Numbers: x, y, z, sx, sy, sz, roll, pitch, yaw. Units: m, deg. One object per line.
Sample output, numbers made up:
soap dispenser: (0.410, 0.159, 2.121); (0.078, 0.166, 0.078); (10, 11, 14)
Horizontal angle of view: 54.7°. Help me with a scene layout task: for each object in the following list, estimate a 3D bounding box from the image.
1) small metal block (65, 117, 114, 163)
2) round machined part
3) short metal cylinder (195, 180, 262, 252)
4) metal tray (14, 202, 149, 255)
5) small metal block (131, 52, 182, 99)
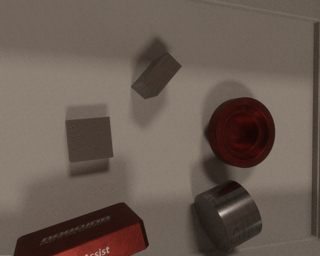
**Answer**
small metal block: (-0.087, 0.013, 0.379); (0.050, 0.025, 0.050); (-6, 92, -20)
round machined part: (0.112, 0.006, 0.444); (0.099, 0.042, 0.097); (0, 90, -21)
short metal cylinder: (0.089, 0.117, 0.416); (0.050, 0.080, 0.080); (-21, 97, -19)
metal tray: (-0.088, 0.127, 0.344); (0.131, 0.090, 0.030); (-15, 96, -20)
small metal block: (-0.006, -0.065, 0.396); (0.025, 0.050, 0.050); (42, 77, -16)
